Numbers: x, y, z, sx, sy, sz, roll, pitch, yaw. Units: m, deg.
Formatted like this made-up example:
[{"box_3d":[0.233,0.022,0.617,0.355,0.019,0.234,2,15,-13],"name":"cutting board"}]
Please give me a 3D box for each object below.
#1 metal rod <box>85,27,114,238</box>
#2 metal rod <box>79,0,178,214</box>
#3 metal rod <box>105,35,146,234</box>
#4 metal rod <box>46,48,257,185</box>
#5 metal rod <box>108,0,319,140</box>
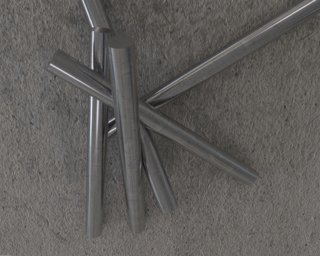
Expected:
[{"box_3d":[-0.080,0.027,0.395,0.025,0.025,0.298,7,119,-3],"name":"metal rod"},{"box_3d":[-0.038,-0.035,0.372,0.025,0.025,0.298,-19,100,7],"name":"metal rod"},{"box_3d":[-0.034,0.037,0.366,0.025,0.025,0.298,0,132,0],"name":"metal rod"},{"box_3d":[0.011,0.001,0.370,0.301,0.025,0.025,30,108,-26],"name":"metal rod"},{"box_3d":[0.053,-0.070,0.384,0.300,0.025,0.025,-30,107,10],"name":"metal rod"}]
